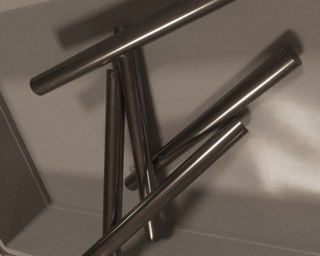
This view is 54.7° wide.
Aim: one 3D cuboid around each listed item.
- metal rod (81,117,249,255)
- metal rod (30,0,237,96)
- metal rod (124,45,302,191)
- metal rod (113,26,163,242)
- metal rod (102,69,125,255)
[{"bbox_3d":[-0.013,0.098,0.379,0.300,0.025,0.025,-44,94,8],"label":"metal rod"},{"bbox_3d":[-0.026,-0.097,0.330,0.300,0.025,0.025,-19,109,25],"label":"metal rod"},{"bbox_3d":[0.042,0.008,0.390,0.025,0.025,0.299,45,129,-3],"label":"metal rod"},{"bbox_3d":[-0.025,0.022,0.408,0.025,0.025,0.298,3,112,26],"label":"metal rod"},{"bbox_3d":[-0.062,0.074,0.408,0.025,0.025,0.298,5,96,25],"label":"metal rod"}]
